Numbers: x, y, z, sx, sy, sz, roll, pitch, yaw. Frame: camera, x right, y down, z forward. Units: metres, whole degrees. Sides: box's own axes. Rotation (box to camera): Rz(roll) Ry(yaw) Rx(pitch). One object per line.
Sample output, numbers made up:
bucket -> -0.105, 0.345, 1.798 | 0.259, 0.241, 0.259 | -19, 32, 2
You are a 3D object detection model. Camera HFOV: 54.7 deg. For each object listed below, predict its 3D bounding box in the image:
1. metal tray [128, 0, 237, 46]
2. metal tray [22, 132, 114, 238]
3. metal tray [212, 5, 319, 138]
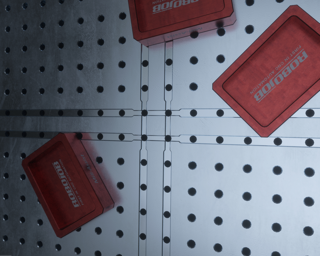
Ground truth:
metal tray -> 0.025, -0.167, 0.400 | 0.130, 0.030, 0.089 | -9, 87, 19
metal tray -> -0.138, 0.082, 0.456 | 0.090, 0.030, 0.130 | -34, 80, 16
metal tray -> 0.138, -0.063, 0.361 | 0.130, 0.030, 0.090 | -46, 76, 14
